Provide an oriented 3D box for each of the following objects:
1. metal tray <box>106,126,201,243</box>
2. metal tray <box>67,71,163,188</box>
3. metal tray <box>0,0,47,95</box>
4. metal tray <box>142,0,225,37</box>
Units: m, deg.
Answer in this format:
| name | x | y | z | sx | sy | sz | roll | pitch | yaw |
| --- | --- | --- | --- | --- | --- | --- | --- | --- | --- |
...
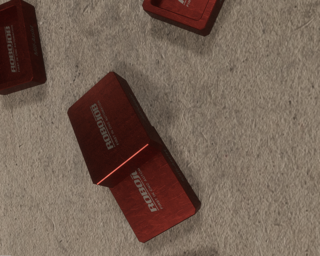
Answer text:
| name | x | y | z | sx | sy | sz | roll | pitch | yaw |
| --- | --- | --- | --- | --- | --- | --- | --- | --- | --- |
| metal tray | -0.018 | 0.072 | 0.412 | 0.090 | 0.030 | 0.130 | -35 | 79 | 16 |
| metal tray | -0.063 | 0.000 | 0.401 | 0.090 | 0.030 | 0.130 | -39 | 56 | 13 |
| metal tray | -0.234 | -0.125 | 0.486 | 0.090 | 0.030 | 0.129 | -12 | 86 | 19 |
| metal tray | 0.044 | -0.193 | 0.390 | 0.090 | 0.030 | 0.129 | 26 | 98 | 17 |
